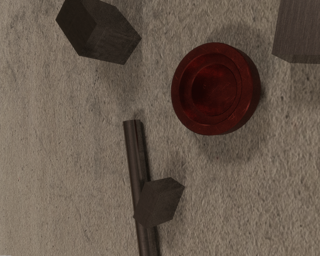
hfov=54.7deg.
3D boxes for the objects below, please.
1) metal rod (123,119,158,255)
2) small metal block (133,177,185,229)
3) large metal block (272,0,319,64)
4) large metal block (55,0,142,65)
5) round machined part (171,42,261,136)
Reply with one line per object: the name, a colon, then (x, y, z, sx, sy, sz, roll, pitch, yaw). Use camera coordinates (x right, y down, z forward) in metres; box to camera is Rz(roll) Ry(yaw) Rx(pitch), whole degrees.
metal rod: (-0.020, 0.137, 0.419, 0.025, 0.025, 0.298, -13, 82, 39)
small metal block: (-0.001, 0.093, 0.388, 0.025, 0.050, 0.050, 30, 109, 36)
large metal block: (0.150, -0.098, 0.264, 0.080, 0.050, 0.079, 13, 98, 39)
large metal block: (-0.087, -0.140, 0.438, 0.050, 0.081, 0.080, -50, 61, 28)
round machined part: (0.063, -0.041, 0.340, 0.098, 0.042, 0.097, 0, 90, 39)
